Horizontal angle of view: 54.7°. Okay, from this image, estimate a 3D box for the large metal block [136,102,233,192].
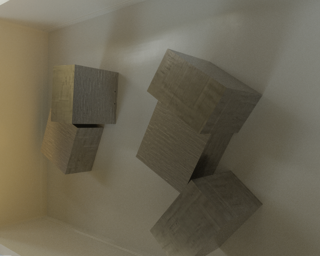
[{"bbox_3d":[0.028,0.019,0.368,0.080,0.050,0.079,35,111,34],"label":"large metal block"}]

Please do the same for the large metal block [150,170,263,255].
[{"bbox_3d":[0.050,0.095,0.330,0.050,0.081,0.080,49,119,29],"label":"large metal block"}]

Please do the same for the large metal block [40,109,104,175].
[{"bbox_3d":[-0.147,0.020,0.512,0.080,0.050,0.079,30,109,36],"label":"large metal block"}]

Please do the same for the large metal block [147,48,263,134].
[{"bbox_3d":[0.048,-0.037,0.331,0.080,0.081,0.050,42,115,32],"label":"large metal block"}]

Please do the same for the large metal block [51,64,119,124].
[{"bbox_3d":[-0.111,-0.047,0.462,0.050,0.081,0.079,6,94,38],"label":"large metal block"}]
